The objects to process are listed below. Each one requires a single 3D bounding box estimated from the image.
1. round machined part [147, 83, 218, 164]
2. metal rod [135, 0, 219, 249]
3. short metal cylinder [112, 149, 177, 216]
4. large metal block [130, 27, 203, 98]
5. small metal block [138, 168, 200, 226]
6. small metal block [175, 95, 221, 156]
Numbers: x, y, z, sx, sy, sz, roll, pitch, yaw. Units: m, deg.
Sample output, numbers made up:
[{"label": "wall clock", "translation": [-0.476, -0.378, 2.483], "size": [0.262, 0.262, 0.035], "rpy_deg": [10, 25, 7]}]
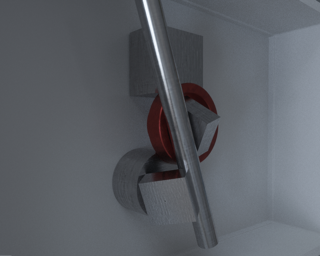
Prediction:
[{"label": "round machined part", "translation": [0.023, -0.004, 0.377], "size": [0.099, 0.042, 0.097], "rpy_deg": [0, 90, -40]}, {"label": "metal rod", "translation": [0.019, -0.007, 0.332], "size": [0.025, 0.025, 0.298], "rpy_deg": [-25, 106, -38]}, {"label": "short metal cylinder", "translation": [-0.011, 0.066, 0.382], "size": [0.081, 0.050, 0.079], "rpy_deg": [0, 90, -40]}, {"label": "large metal block", "translation": [0.009, -0.080, 0.396], "size": [0.081, 0.050, 0.079], "rpy_deg": [0, 90, -40]}, {"label": "small metal block", "translation": [0.011, 0.074, 0.331], "size": [0.025, 0.050, 0.050], "rpy_deg": [-47, 124, -69]}, {"label": "small metal block", "translation": [0.036, -0.002, 0.358], "size": [0.025, 0.050, 0.050], "rpy_deg": [-25, 141, -41]}]
